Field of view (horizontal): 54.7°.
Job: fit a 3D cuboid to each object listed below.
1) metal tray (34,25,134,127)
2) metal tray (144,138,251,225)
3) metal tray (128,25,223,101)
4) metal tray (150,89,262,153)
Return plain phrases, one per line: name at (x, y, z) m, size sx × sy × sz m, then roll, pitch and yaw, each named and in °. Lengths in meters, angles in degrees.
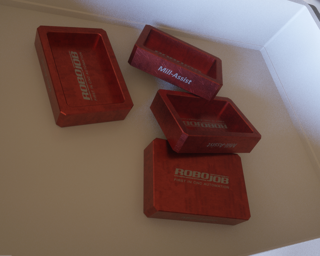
metal tray at (-0.097, -0.069, 0.392) m, size 0.091 × 0.030 × 0.130 m, roll -8°, pitch 66°, yaw -32°
metal tray at (0.046, 0.068, 0.387) m, size 0.131 × 0.030 × 0.090 m, roll 12°, pitch 57°, yaw -22°
metal tray at (0.027, -0.098, 0.454) m, size 0.131 × 0.030 × 0.090 m, roll 23°, pitch 36°, yaw -8°
metal tray at (0.062, -0.008, 0.418) m, size 0.131 × 0.030 × 0.090 m, roll 3°, pitch 41°, yaw -32°
